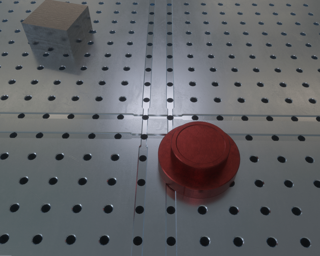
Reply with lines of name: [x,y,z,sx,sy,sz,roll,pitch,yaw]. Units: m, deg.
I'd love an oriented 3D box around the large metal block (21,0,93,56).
large metal block: [-0.174,-0.175,0.537,0.080,0.050,0.080,12,51,10]

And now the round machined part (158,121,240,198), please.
round machined part: [0.047,0.030,0.371,0.099,0.042,0.098,0,50,0]
